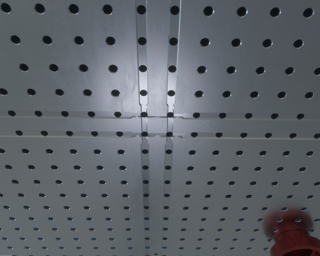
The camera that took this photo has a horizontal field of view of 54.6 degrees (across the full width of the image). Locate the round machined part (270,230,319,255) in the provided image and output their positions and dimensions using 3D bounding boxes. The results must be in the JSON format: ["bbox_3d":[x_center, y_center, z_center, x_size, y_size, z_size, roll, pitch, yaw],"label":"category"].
[{"bbox_3d":[0.263,0.234,0.601,0.099,0.042,0.097,0,130,0],"label":"round machined part"}]
